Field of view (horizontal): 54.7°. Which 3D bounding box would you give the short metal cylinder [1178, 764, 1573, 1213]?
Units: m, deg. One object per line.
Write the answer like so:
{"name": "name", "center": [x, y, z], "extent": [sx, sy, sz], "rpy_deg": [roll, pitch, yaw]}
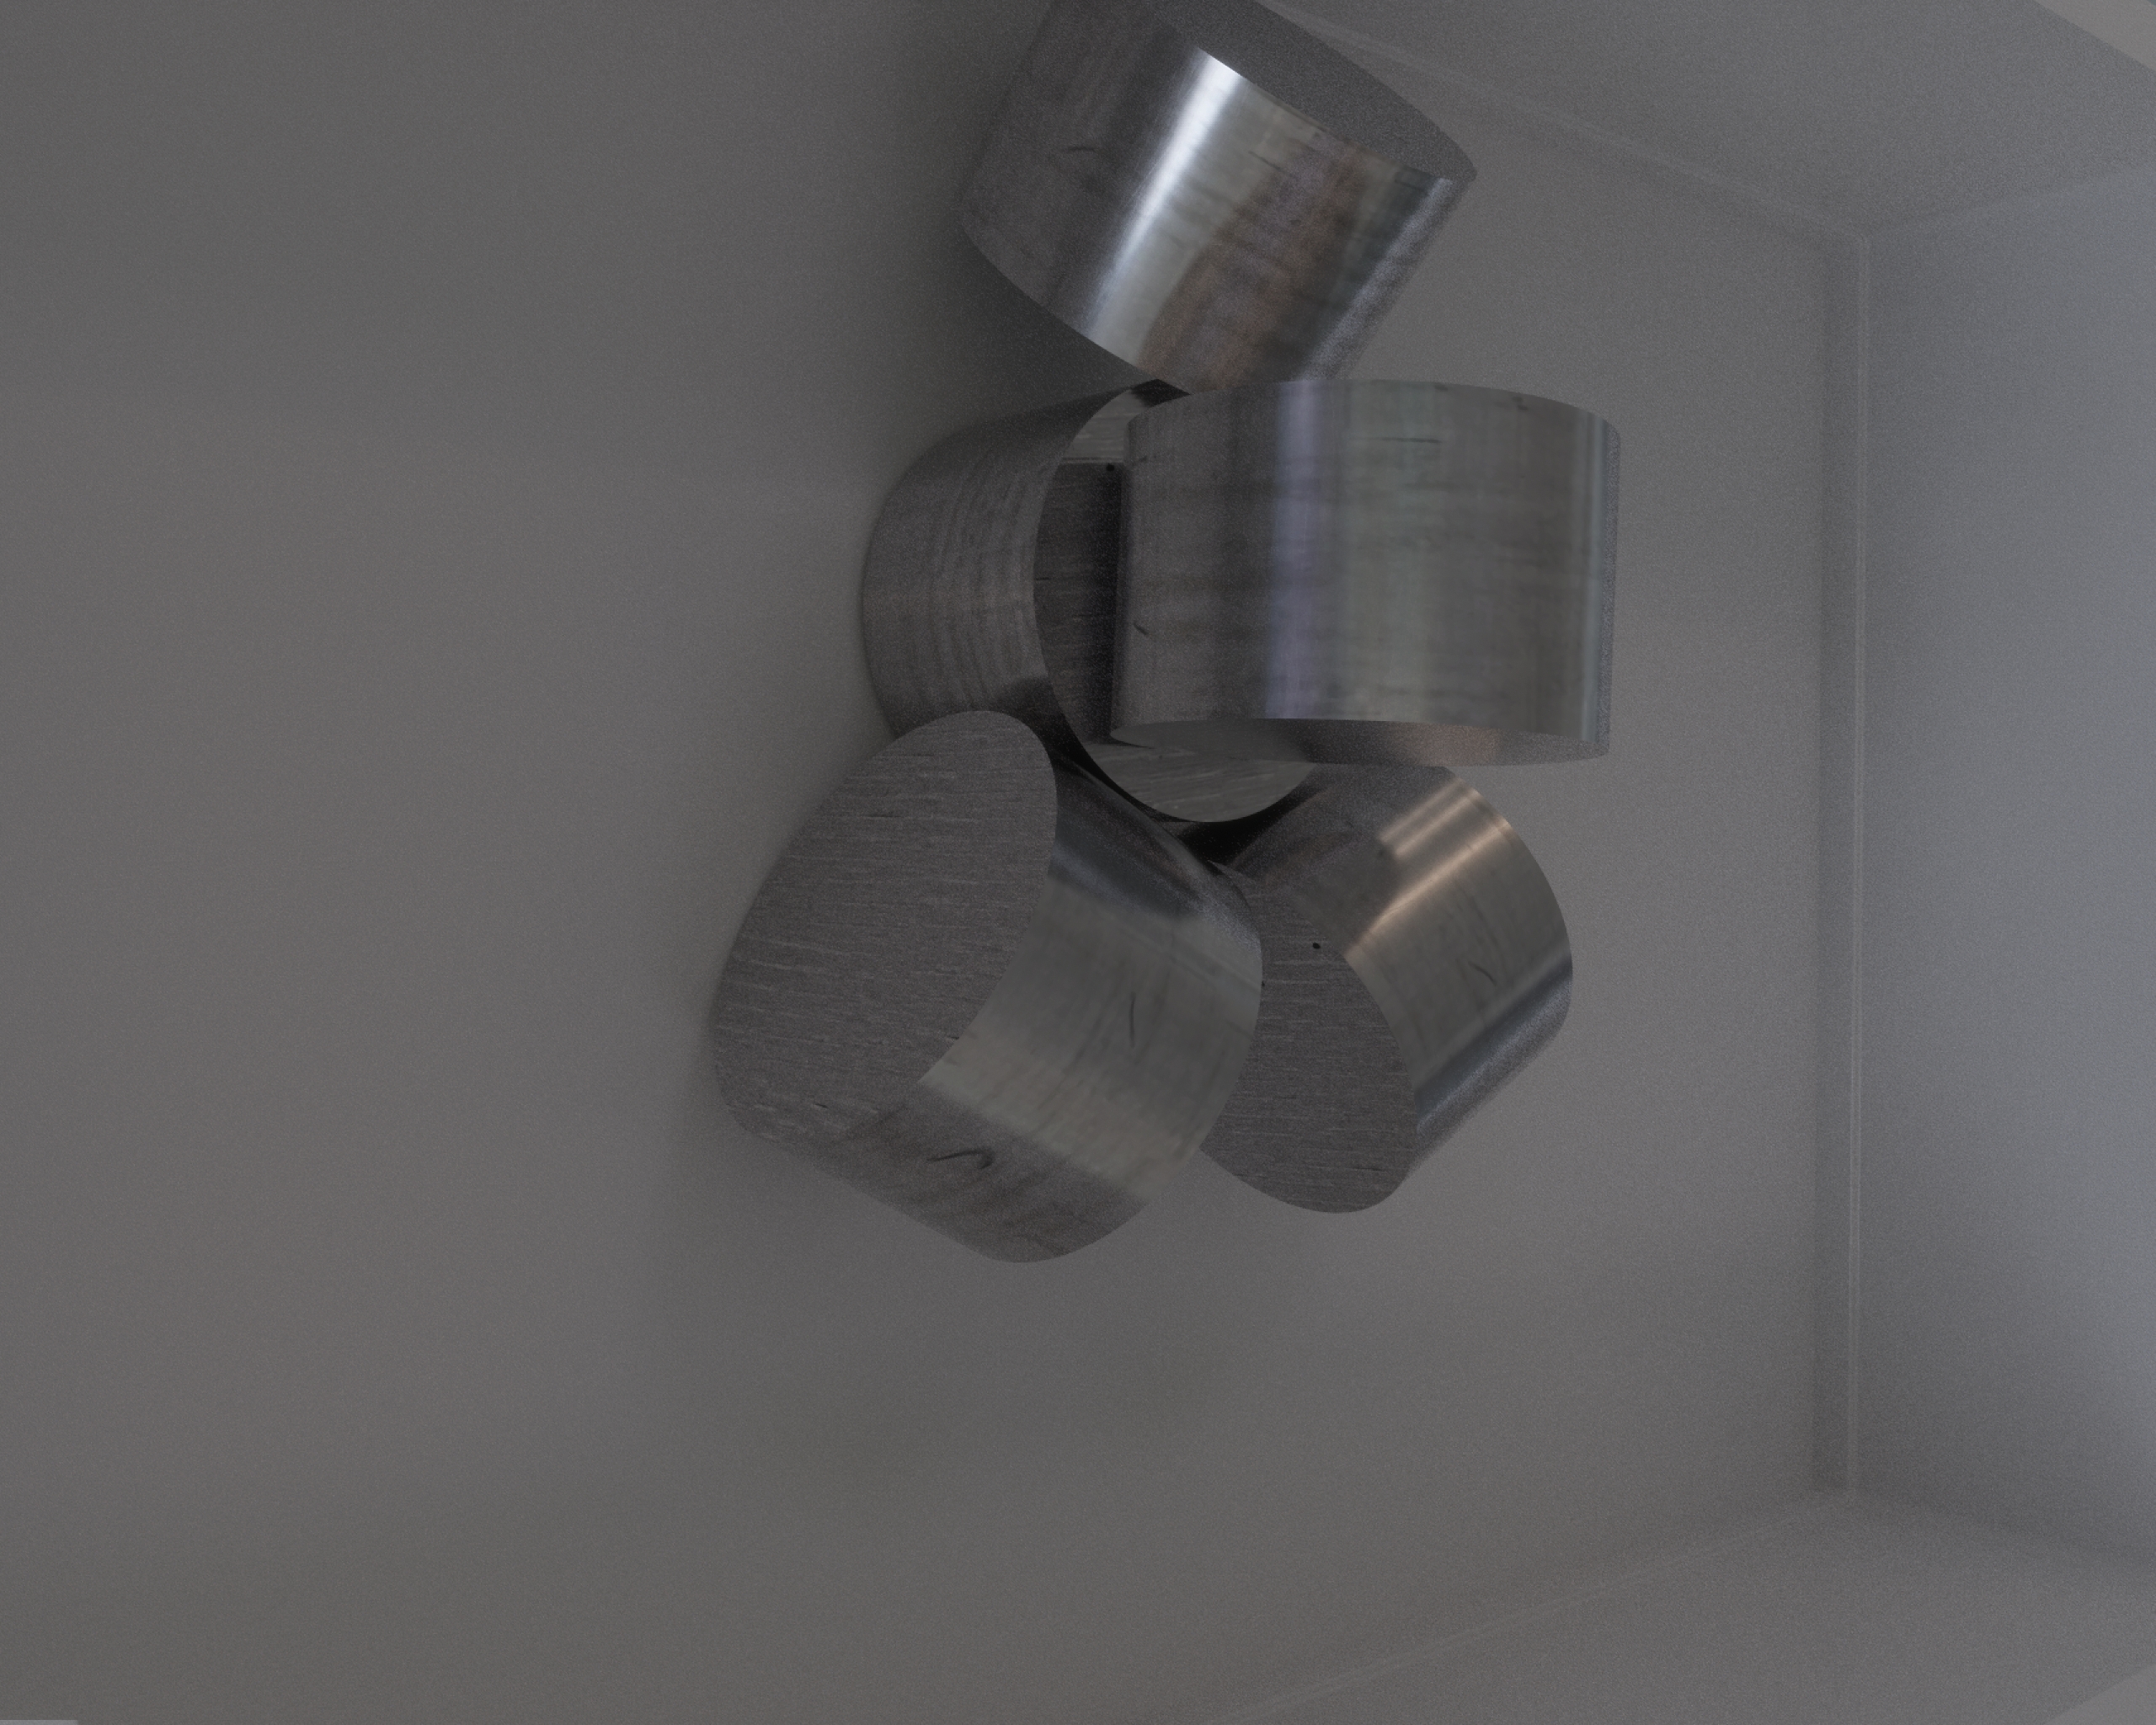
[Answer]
{"name": "short metal cylinder", "center": [0.049, 0.021, 0.409], "extent": [0.050, 0.080, 0.080], "rpy_deg": [-35, 112, -34]}

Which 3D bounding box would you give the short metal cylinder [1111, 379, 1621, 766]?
{"name": "short metal cylinder", "center": [0.047, -0.044, 0.342], "extent": [0.081, 0.080, 0.050], "rpy_deg": [4, 88, -40]}

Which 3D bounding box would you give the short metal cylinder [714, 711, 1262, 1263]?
{"name": "short metal cylinder", "center": [-0.016, 0.021, 0.355], "extent": [0.050, 0.080, 0.080], "rpy_deg": [36, 68, -34]}

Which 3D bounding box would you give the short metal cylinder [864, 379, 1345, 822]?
{"name": "short metal cylinder", "center": [0.007, -0.047, 0.393], "extent": [0.081, 0.050, 0.080], "rpy_deg": [0, 90, -40]}

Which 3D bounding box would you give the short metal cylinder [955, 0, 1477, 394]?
{"name": "short metal cylinder", "center": [0.025, -0.124, 0.381], "extent": [0.081, 0.080, 0.050], "rpy_deg": [5, 130, -40]}
